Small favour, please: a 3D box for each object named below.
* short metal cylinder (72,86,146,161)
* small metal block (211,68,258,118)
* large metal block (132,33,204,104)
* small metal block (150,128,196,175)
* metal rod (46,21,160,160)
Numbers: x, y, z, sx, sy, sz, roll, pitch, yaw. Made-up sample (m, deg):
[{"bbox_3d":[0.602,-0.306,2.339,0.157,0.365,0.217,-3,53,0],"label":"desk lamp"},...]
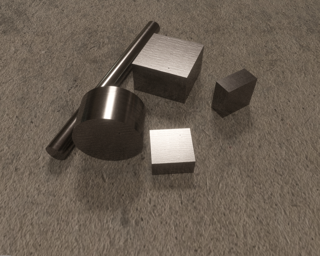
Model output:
[{"bbox_3d":[-0.059,-0.004,0.370,0.081,0.080,0.050,2,50,1],"label":"short metal cylinder"},{"bbox_3d":[0.102,-0.048,0.429,0.050,0.050,0.025,-26,55,-21],"label":"small metal block"},{"bbox_3d":[0.013,-0.091,0.463,0.080,0.050,0.080,17,52,13],"label":"large metal block"},{"bbox_3d":[0.014,0.028,0.380,0.050,0.025,0.050,-3,50,-3],"label":"small metal block"},{"bbox_3d":[-0.069,-0.075,0.464,0.025,0.025,0.301,18,52,14],"label":"metal rod"}]
